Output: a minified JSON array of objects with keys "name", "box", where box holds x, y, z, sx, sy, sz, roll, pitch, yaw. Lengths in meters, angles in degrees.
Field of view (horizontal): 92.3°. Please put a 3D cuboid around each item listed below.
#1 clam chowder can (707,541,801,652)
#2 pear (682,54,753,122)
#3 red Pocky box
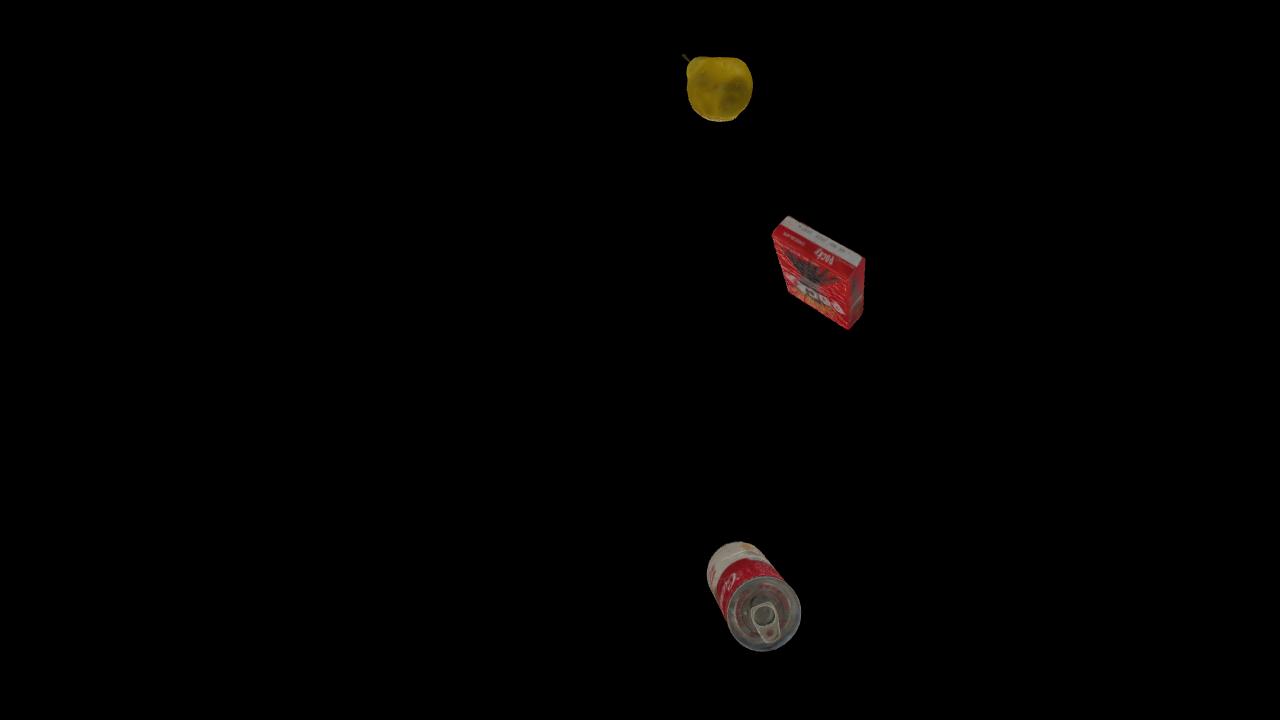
[{"name":"clam chowder can","box":[0.106,0.223,0.592,0.068,0.068,0.102,0,2,-4]},{"name":"pear","box":[0.087,-0.340,0.749,0.080,0.111,0.080,-15,-40,-12]},{"name":"red Pocky box","box":[0.178,-0.080,0.604,0.083,0.028,0.155,36,0,24]}]
